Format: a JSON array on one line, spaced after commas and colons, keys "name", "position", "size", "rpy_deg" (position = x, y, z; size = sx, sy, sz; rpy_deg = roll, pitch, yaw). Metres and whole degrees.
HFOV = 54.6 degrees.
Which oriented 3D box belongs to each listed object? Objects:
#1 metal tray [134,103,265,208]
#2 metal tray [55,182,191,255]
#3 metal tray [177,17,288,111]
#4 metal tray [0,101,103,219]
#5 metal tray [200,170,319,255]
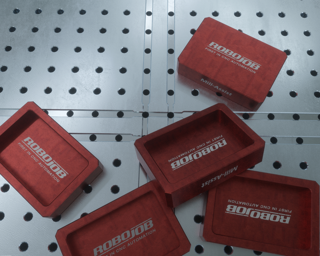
[{"name": "metal tray", "position": [0.046, 0.027, 0.373], "size": [0.131, 0.030, 0.090], "rpy_deg": [-24, 47, -15]}, {"name": "metal tray", "position": [-0.042, 0.131, 0.361], "size": [0.131, 0.030, 0.090], "rpy_deg": [-26, 72, -9]}, {"name": "metal tray", "position": [0.101, -0.093, 0.444], "size": [0.130, 0.030, 0.090], "rpy_deg": [29, 72, 10]}, {"name": "metal tray", "position": [-0.150, 0.038, 0.394], "size": [0.130, 0.030, 0.090], "rpy_deg": [39, 74, 13]}, {"name": "metal tray", "position": [0.119, 0.100, 0.373], "size": [0.131, 0.030, 0.090], "rpy_deg": [9, 70, 3]}]
